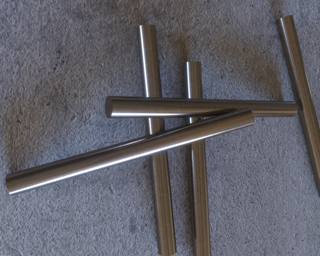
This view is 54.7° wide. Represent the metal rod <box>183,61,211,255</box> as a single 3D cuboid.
[{"bbox_3d":[0.052,0.059,0.429,0.025,0.025,0.298,-4,91,-20],"label":"metal rod"}]

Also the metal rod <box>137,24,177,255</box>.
[{"bbox_3d":[-0.004,0.017,0.408,0.025,0.025,0.298,-6,92,-20],"label":"metal rod"}]

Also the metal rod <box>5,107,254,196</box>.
[{"bbox_3d":[-0.026,0.025,0.377,0.302,0.025,0.025,-15,96,-11],"label":"metal rod"}]

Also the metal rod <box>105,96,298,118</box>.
[{"bbox_3d":[0.075,-0.026,0.413,0.303,0.025,0.025,-1,91,-30],"label":"metal rod"}]

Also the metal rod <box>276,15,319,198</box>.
[{"bbox_3d":[0.235,-0.029,0.498,0.025,0.025,0.298,-19,97,-19],"label":"metal rod"}]
